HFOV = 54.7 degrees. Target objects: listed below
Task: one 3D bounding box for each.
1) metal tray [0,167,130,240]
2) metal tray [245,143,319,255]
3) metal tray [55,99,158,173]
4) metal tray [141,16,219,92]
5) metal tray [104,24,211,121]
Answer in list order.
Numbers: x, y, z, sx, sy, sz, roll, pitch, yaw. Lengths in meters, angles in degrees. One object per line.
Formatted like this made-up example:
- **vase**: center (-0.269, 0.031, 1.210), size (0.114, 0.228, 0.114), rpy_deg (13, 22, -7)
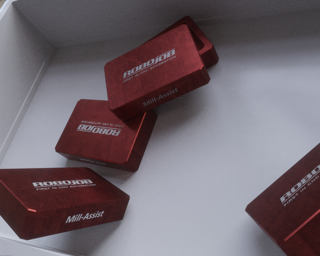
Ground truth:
- **metal tray**: center (-0.110, 0.077, 0.349), size (0.090, 0.131, 0.030), rpy_deg (25, 100, 37)
- **metal tray**: center (0.141, 0.049, 0.260), size (0.130, 0.090, 0.030), rpy_deg (-41, 91, 0)
- **metal tray**: center (-0.078, 0.007, 0.439), size (0.130, 0.030, 0.090), rpy_deg (6, 65, 31)
- **metal tray**: center (0.009, -0.099, 0.458), size (0.130, 0.030, 0.090), rpy_deg (-32, 52, 7)
- **metal tray**: center (-0.008, -0.074, 0.413), size (0.130, 0.030, 0.090), rpy_deg (-23, 53, 14)
